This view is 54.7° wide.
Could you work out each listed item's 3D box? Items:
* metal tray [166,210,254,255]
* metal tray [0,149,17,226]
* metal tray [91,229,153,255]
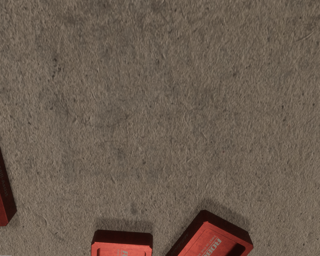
[{"bbox_3d":[0.069,0.199,0.481,0.090,0.030,0.129,30,107,-11],"label":"metal tray"},{"bbox_3d":[-0.264,0.077,0.432,0.091,0.030,0.129,-4,110,1],"label":"metal tray"},{"bbox_3d":[-0.062,0.225,0.489,0.091,0.030,0.129,5,110,-3],"label":"metal tray"}]
